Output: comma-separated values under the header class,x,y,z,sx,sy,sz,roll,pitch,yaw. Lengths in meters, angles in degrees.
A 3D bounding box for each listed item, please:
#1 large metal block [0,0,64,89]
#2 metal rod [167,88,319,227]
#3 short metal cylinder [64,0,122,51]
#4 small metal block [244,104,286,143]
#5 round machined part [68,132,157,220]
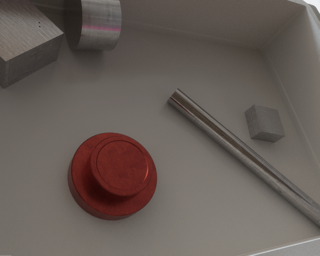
class,x,y,z,sx,sy,sz,roll,pitch,yaw
large metal block,-0.175,-0.105,0.360,0.080,0.050,0.080,43,51,1
metal rod,0.134,0.047,0.451,0.300,0.025,0.025,39,51,-2
short metal cylinder,-0.091,-0.143,0.410,0.050,0.080,0.080,-6,65,-31
small metal block,0.170,-0.007,0.504,0.050,0.025,0.050,10,58,-23
round machined part,-0.047,0.048,0.341,0.099,0.042,0.098,14,56,-21
